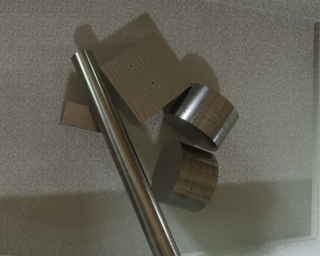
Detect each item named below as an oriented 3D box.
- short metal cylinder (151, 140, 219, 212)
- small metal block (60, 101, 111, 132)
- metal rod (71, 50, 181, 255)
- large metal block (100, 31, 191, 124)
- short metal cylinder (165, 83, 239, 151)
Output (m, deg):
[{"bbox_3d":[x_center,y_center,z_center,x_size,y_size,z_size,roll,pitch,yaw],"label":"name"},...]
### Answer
[{"bbox_3d":[0.030,0.061,0.394,0.050,0.080,0.080,21,83,-19],"label":"short metal cylinder"},{"bbox_3d":[-0.089,-0.012,0.365,0.050,0.050,0.025,13,86,-20],"label":"small metal block"},{"bbox_3d":[-0.026,0.054,0.320,0.025,0.025,0.299,-21,80,-19],"label":"metal rod"},{"bbox_3d":[-0.023,-0.060,0.389,0.080,0.050,0.080,-39,103,-16],"label":"large metal block"},{"bbox_3d":[0.054,-0.013,0.402,0.080,0.080,0.050,39,78,-16],"label":"short metal cylinder"}]
